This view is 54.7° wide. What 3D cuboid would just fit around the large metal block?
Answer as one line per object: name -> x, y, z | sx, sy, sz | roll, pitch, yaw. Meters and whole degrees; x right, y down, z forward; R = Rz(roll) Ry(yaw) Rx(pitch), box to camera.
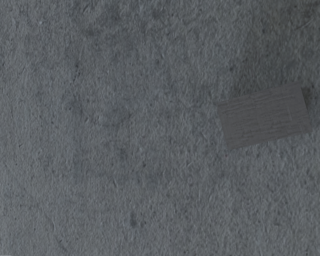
large metal block -> 0.113, -0.011, 0.340 | 0.080, 0.080, 0.050 | -15, 85, 19
